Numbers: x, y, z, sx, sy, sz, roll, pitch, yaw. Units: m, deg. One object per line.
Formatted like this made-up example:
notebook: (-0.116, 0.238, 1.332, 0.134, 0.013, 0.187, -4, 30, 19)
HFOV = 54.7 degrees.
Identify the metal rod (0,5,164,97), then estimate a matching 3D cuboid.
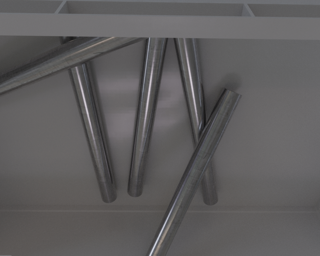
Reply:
metal rod: (-0.137, -0.060, 0.330, 0.300, 0.025, 0.025, -15, 129, 22)

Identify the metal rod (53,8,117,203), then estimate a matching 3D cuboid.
metal rod: (-0.088, -0.002, 0.406, 0.025, 0.025, 0.298, -2, 130, 1)

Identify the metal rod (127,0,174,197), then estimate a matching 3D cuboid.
metal rod: (-0.019, -0.012, 0.397, 0.025, 0.025, 0.298, 6, 130, -5)

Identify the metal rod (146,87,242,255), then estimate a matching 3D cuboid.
metal rod: (0.031, 0.090, 0.407, 0.025, 0.025, 0.298, 19, 103, -16)

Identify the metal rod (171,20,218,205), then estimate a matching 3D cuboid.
metal rod: (0.054, 0.005, 0.413, 0.025, 0.025, 0.298, -9, 130, 7)
